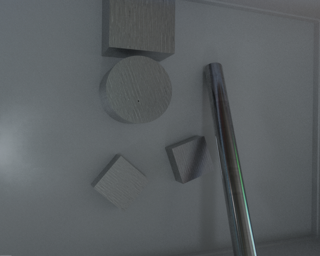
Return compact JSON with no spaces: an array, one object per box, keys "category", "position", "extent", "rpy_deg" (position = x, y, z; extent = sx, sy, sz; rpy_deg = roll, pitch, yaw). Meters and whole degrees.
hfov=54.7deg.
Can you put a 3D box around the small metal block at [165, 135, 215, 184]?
[{"category":"small metal block","position":[0.041,0.042,0.427],"extent":[0.050,0.025,0.050],"rpy_deg":[-20,97,-19]}]

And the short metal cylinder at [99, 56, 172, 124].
[{"category":"short metal cylinder","position":[-0.032,-0.045,0.386],"extent":[0.081,0.050,0.079],"rpy_deg":[0,90,-21]}]

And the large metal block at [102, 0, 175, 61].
[{"category":"large metal block","position":[-0.028,-0.131,0.388],"extent":[0.081,0.050,0.079],"rpy_deg":[1,90,-21]}]

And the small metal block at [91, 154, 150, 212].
[{"category":"small metal block","position":[-0.050,0.069,0.393],"extent":[0.050,0.025,0.050],"rpy_deg":[43,76,-15]}]

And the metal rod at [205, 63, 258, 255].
[{"category":"metal rod","position":[0.087,0.050,0.380],"extent":[0.025,0.025,0.299],"rpy_deg":[5,64,-20]}]
